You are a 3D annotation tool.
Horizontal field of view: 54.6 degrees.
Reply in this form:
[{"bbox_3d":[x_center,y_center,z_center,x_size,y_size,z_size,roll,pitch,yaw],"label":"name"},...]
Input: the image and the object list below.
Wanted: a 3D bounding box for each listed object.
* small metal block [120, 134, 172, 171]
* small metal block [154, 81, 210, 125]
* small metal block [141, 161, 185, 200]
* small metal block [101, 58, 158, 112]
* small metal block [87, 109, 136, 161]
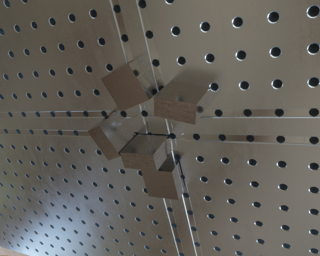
[{"bbox_3d":[-0.018,0.032,0.425,0.050,0.050,0.025,2,119,27],"label":"small metal block"},{"bbox_3d":[0.026,-0.031,0.362,0.050,0.050,0.025,13,124,21],"label":"small metal block"},{"bbox_3d":[0.005,0.076,0.456,0.050,0.025,0.050,1,119,28],"label":"small metal block"},{"bbox_3d":[-0.039,-0.055,0.399,0.050,0.025,0.050,-19,108,35],"label":"small metal block"},{"bbox_3d":[-0.065,0.009,0.436,0.025,0.050,0.050,-23,106,36],"label":"small metal block"}]
